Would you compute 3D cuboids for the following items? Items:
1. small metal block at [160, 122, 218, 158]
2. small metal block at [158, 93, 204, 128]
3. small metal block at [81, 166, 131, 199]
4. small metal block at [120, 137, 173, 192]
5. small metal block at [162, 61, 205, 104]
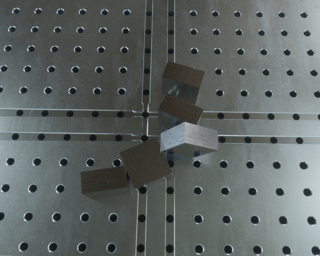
[{"bbox_3d":[0.035,0.017,0.382,0.050,0.050,0.025,14,67,-31],"label":"small metal block"},{"bbox_3d":[0.026,-0.015,0.404,0.050,0.050,0.025,25,72,9],"label":"small metal block"},{"bbox_3d":[-0.064,0.067,0.374,0.050,0.050,0.025,-8,71,-2],"label":"small metal block"},{"bbox_3d":[-0.018,0.047,0.395,0.050,0.025,0.050,-22,72,-8],"label":"small metal block"},{"bbox_3d":[0.030,-0.061,0.421,0.050,0.050,0.025,17,71,6],"label":"small metal block"}]
